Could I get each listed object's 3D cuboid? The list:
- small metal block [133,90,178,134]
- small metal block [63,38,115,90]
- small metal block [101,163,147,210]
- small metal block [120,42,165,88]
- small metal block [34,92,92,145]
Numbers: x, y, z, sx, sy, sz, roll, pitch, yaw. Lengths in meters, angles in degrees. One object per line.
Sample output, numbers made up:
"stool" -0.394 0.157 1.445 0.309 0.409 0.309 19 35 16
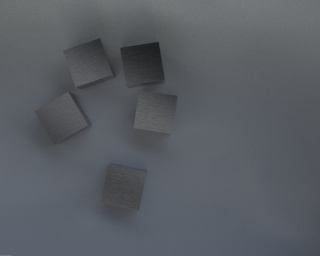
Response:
"small metal block" -0.006 -0.021 0.411 0.050 0.025 0.050 9 90 -1
"small metal block" -0.093 -0.084 0.410 0.050 0.025 0.050 -19 90 -1
"small metal block" -0.047 0.077 0.411 0.050 0.025 0.050 11 90 -1
"small metal block" -0.023 -0.083 0.411 0.050 0.025 0.050 -9 90 -1
"small metal block" -0.127 -0.013 0.410 0.050 0.025 0.050 -30 90 -1
